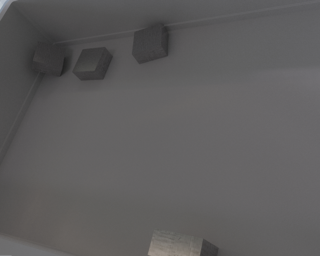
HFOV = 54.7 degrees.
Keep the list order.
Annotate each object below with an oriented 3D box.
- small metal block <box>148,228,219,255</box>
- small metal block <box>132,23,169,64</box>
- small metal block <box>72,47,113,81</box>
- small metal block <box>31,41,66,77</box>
[{"bbox_3d":[0.024,0.121,0.303,0.050,0.050,0.025,2,63,29],"label":"small metal block"},{"bbox_3d":[-0.015,-0.135,0.497,0.050,0.025,0.050,-11,57,22],"label":"small metal block"},{"bbox_3d":[-0.116,-0.110,0.535,0.050,0.025,0.050,3,63,29],"label":"small metal block"},{"bbox_3d":[-0.206,-0.128,0.574,0.025,0.050,0.050,131,144,-48],"label":"small metal block"}]
